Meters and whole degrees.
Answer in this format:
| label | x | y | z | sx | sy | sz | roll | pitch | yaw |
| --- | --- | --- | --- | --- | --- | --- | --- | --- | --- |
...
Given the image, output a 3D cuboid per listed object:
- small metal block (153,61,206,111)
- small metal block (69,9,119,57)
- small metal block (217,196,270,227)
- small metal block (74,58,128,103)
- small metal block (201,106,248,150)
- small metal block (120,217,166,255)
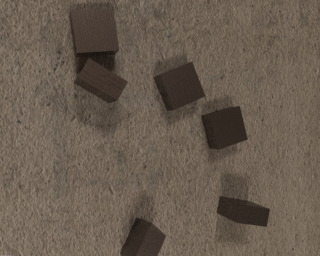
| label | x | y | z | sx | sy | sz | roll | pitch | yaw |
| --- | --- | --- | --- | --- | --- | --- | --- | --- | --- |
| small metal block | 0.026 | -0.056 | 0.420 | 0.050 | 0.025 | 0.050 | -25 | 99 | -19 |
| small metal block | -0.081 | -0.116 | 0.380 | 0.050 | 0.025 | 0.050 | -9 | 93 | -20 |
| small metal block | 0.118 | 0.118 | 0.441 | 0.050 | 0.050 | 0.025 | 14 | 86 | -20 |
| small metal block | -0.072 | -0.054 | 0.370 | 0.050 | 0.050 | 0.025 | 30 | 80 | -18 |
| small metal block | 0.093 | -0.001 | 0.445 | 0.050 | 0.025 | 0.050 | -17 | 96 | -20 |
| small metal block | -0.022 | 0.147 | 0.389 | 0.025 | 0.050 | 0.050 | 28 | 81 | -18 |
